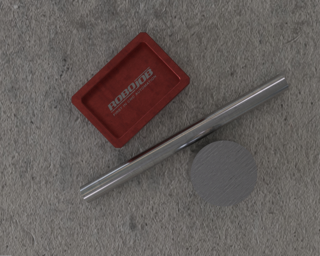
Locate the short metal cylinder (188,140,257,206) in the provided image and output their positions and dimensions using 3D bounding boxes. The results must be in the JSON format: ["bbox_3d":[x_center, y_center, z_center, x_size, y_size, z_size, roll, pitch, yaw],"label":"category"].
[{"bbox_3d":[0.077,0.055,0.398,0.081,0.050,0.080,0,90,0],"label":"short metal cylinder"}]

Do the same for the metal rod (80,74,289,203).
[{"bbox_3d":[0.032,0.014,0.410,0.301,0.025,0.025,-30,90,0],"label":"metal rod"}]

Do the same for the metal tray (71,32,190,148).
[{"bbox_3d":[-0.037,-0.048,0.407,0.130,0.030,0.090,-44,90,0],"label":"metal tray"}]
